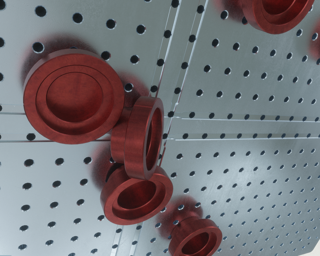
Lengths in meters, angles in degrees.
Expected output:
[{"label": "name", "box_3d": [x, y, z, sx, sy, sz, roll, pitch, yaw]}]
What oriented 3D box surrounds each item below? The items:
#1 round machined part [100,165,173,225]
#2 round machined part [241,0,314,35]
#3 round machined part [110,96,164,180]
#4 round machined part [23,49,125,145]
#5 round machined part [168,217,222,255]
[{"label": "round machined part", "box_3d": [-0.035, 0.085, 0.429, 0.099, 0.042, 0.097, -15, 131, -18]}, {"label": "round machined part", "box_3d": [0.138, -0.166, 0.372, 0.099, 0.042, 0.097, -14, 124, -21]}, {"label": "round machined part", "box_3d": [-0.027, 0.010, 0.368, 0.042, 0.098, 0.097, 8, 122, 11]}, {"label": "round machined part", "box_3d": [-0.090, -0.035, 0.326, 0.099, 0.042, 0.097, -11, 120, -19]}, {"label": "round machined part", "box_3d": [0.058, 0.199, 0.554, 0.099, 0.042, 0.097, -14, 124, -21]}]
